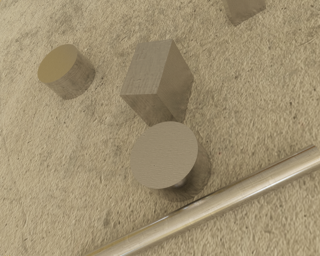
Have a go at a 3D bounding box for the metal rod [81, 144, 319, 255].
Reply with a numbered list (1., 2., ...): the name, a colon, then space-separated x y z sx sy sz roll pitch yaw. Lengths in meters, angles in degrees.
1. metal rod: 0.026 0.097 0.329 0.301 0.025 0.025 -28 52 9

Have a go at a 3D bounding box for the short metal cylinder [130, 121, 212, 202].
1. short metal cylinder: 0.013 0.039 0.356 0.080 0.050 0.080 -13 56 20

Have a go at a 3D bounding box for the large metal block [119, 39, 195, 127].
1. large metal block: 0.000 -0.055 0.401 0.050 0.080 0.080 1 62 28

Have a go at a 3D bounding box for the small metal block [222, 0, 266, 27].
1. small metal block: 0.117 -0.181 0.437 0.050 0.050 0.025 -29 52 10

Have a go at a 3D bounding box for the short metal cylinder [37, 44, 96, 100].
1. short metal cylinder: -0.158 -0.095 0.527 0.080 0.050 0.080 -13 56 20
